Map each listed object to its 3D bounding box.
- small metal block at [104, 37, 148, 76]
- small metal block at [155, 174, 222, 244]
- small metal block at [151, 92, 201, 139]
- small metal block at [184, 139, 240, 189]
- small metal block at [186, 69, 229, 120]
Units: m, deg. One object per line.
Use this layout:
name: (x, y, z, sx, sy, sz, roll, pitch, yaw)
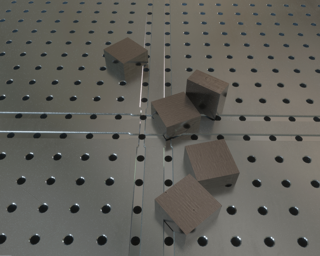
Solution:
small metal block: (-0.055, -0.117, 0.506, 0.050, 0.025, 0.050, -36, 59, -27)
small metal block: (0.030, 0.086, 0.336, 0.050, 0.025, 0.050, -32, 57, -24)
small metal block: (0.021, -0.018, 0.423, 0.050, 0.025, 0.050, -19, 53, -16)
small metal block: (0.060, 0.044, 0.371, 0.050, 0.025, 0.050, -10, 51, -9)
small metal block: (0.064, -0.046, 0.431, 0.050, 0.050, 0.025, 28, 56, 21)
